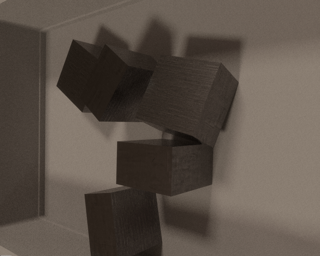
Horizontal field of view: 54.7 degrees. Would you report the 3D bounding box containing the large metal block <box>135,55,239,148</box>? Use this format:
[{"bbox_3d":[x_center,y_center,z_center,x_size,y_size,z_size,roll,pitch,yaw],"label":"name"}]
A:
[{"bbox_3d":[0.030,-0.031,0.350,0.080,0.050,0.080,18,83,38],"label":"large metal block"}]

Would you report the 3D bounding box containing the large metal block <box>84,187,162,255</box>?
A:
[{"bbox_3d":[-0.047,0.120,0.407,0.050,0.081,0.080,-13,82,39],"label":"large metal block"}]

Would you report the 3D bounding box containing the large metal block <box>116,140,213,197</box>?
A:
[{"bbox_3d":[0.007,0.042,0.364,0.080,0.081,0.050,3,92,39],"label":"large metal block"}]

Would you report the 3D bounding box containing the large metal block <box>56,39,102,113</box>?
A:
[{"bbox_3d":[-0.105,-0.078,0.475,0.080,0.050,0.079,41,114,32],"label":"large metal block"}]

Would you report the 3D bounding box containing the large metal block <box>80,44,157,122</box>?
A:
[{"bbox_3d":[-0.044,-0.055,0.405,0.050,0.081,0.080,46,117,30],"label":"large metal block"}]
